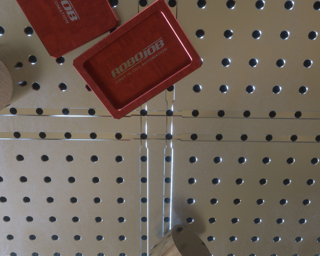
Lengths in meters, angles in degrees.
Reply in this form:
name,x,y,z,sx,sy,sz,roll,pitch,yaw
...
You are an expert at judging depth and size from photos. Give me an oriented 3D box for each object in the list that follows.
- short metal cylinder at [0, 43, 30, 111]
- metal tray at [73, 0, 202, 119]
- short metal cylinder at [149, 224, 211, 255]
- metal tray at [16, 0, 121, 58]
name,x,y,z,sx,sy,sz,roll,pitch,yaw
short metal cylinder,-0.209,-0.061,0.376,0.081,0.050,0.079,0,110,0
metal tray,-0.027,-0.082,0.380,0.130,0.030,0.090,-32,107,11
short metal cylinder,0.031,0.191,0.455,0.080,0.080,0.050,38,106,-13
metal tray,-0.115,-0.158,0.351,0.090,0.030,0.130,-25,108,9
